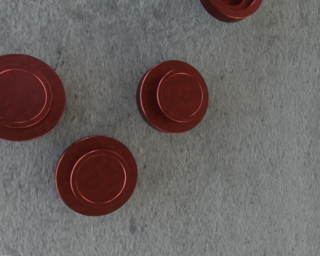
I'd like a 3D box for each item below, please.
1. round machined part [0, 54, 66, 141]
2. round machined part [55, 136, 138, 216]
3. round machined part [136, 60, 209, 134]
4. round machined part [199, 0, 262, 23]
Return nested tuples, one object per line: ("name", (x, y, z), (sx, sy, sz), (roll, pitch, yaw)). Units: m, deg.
("round machined part", (-0.156, -0.034, 0.343), (0.099, 0.042, 0.097), (0, 90, -21))
("round machined part", (-0.074, 0.058, 0.373), (0.099, 0.042, 0.097), (0, 90, -21))
("round machined part", (0.022, -0.041, 0.409), (0.099, 0.042, 0.097), (0, 90, -21))
("round machined part", (0.094, -0.197, 0.436), (0.099, 0.042, 0.097), (0, 90, -21))
